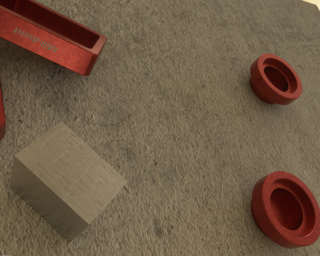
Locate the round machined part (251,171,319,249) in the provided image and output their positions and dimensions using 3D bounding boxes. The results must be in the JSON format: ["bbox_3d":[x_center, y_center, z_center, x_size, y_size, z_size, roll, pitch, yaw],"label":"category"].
[{"bbox_3d":[0.163,0.111,0.415,0.099,0.042,0.098,14,56,-21],"label":"round machined part"}]

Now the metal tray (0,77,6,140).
[{"bbox_3d":[-0.214,-0.048,0.314,0.091,0.030,0.130,-5,64,-31],"label":"metal tray"}]

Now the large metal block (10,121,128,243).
[{"bbox_3d":[-0.088,0.053,0.289,0.080,0.080,0.050,43,51,1],"label":"large metal block"}]

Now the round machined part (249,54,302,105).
[{"bbox_3d":[0.201,-0.082,0.554,0.099,0.042,0.098,14,56,-21],"label":"round machined part"}]

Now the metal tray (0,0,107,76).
[{"bbox_3d":[-0.135,-0.117,0.375,0.131,0.030,0.090,24,26,-14],"label":"metal tray"}]
